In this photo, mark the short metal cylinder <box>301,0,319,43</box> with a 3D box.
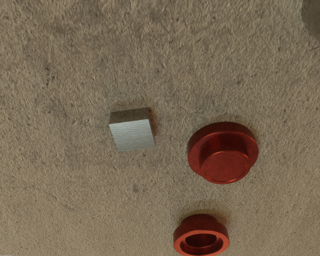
[{"bbox_3d":[0.186,-0.114,0.297,0.081,0.050,0.079,0,130,0],"label":"short metal cylinder"}]

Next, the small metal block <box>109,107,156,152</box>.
[{"bbox_3d":[-0.035,0.003,0.409,0.050,0.025,0.050,-8,130,6],"label":"small metal block"}]

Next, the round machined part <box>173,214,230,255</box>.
[{"bbox_3d":[0.073,0.193,0.562,0.099,0.042,0.097,-1,130,0],"label":"round machined part"}]

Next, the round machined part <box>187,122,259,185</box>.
[{"bbox_3d":[0.088,0.042,0.433,0.099,0.042,0.097,-1,130,0],"label":"round machined part"}]
